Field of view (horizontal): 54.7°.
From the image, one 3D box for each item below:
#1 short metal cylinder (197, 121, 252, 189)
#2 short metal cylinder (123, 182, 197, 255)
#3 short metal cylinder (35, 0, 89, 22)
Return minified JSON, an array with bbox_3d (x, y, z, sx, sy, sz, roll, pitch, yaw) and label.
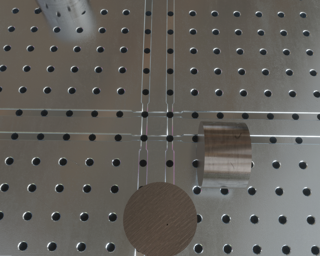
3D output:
[{"bbox_3d":[0.073,0.032,0.371,0.050,0.080,0.080,2,70,1],"label":"short metal cylinder"},{"bbox_3d":[0.000,0.107,0.359,0.081,0.050,0.080,0,70,0],"label":"short metal cylinder"},{"bbox_3d":[-0.155,-0.212,0.475,0.081,0.050,0.080,0,70,0],"label":"short metal cylinder"}]
